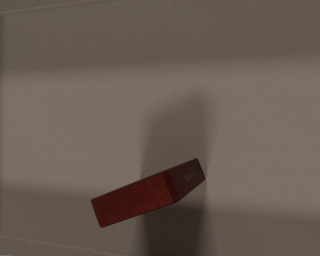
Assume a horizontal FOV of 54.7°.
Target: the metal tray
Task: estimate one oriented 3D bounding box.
[{"bbox_3d":[-0.006,0.070,0.356,0.090,0.130,0.030,-23,83,18],"label":"metal tray"}]
